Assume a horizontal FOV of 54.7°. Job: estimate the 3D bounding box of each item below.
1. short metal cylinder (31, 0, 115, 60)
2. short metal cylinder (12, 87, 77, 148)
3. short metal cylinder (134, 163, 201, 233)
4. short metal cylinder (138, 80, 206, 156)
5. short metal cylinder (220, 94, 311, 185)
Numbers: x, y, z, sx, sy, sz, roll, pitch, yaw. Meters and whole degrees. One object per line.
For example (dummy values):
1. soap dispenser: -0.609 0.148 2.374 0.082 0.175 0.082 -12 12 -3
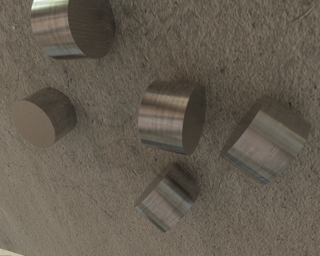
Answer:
1. short metal cylinder: -0.095 -0.118 0.349 0.050 0.080 0.079 4 120 26
2. short metal cylinder: -0.176 -0.016 0.474 0.080 0.050 0.079 13 124 21
3. short metal cylinder: 0.010 0.094 0.424 0.050 0.080 0.080 42 129 0
4. short metal cylinder: 0.016 -0.012 0.355 0.050 0.080 0.079 11 123 23
5. short metal cylinder: 0.107 0.011 0.322 0.050 0.080 0.079 35 129 5
